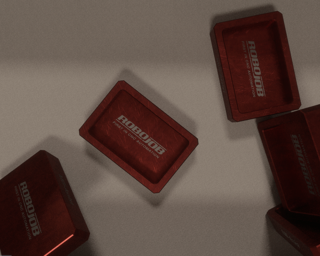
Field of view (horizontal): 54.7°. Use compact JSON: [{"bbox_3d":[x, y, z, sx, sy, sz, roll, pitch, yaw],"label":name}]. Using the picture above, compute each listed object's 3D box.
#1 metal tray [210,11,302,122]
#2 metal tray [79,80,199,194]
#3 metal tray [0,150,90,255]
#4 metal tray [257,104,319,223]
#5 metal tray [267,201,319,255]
[{"bbox_3d":[0.125,-0.079,0.410,0.091,0.030,0.129,-12,90,-1],"label":"metal tray"},{"bbox_3d":[-0.027,0.011,0.408,0.130,0.030,0.090,38,90,-1],"label":"metal tray"},{"bbox_3d":[-0.149,0.100,0.371,0.090,0.030,0.130,-37,54,-1],"label":"metal tray"},{"bbox_3d":[0.173,0.045,0.373,0.030,0.090,0.129,-15,85,-18],"label":"metal tray"},{"bbox_3d":[0.192,0.108,0.362,0.090,0.130,0.030,-27,90,0],"label":"metal tray"}]
